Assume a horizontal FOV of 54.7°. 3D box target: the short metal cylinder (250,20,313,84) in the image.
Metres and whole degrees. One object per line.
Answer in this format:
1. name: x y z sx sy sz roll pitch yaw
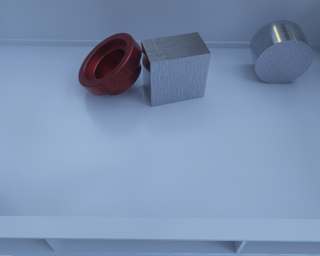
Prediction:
1. short metal cylinder: 0.181 -0.113 0.467 0.081 0.080 0.050 1 50 1

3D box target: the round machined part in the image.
1. round machined part: -0.066 -0.086 0.447 0.098 0.042 0.098 -20 49 25

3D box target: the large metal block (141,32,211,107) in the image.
1. large metal block: 0.020 -0.082 0.438 0.081 0.080 0.050 -12 51 -10
